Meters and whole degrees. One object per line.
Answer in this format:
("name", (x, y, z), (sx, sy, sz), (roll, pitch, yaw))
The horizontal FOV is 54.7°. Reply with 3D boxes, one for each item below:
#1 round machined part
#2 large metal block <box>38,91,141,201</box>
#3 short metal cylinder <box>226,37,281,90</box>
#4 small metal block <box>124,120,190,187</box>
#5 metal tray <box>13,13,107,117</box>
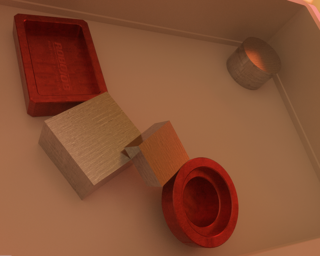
("round machined part", (0.041, 0.086, 0.357), (0.099, 0.042, 0.098), (14, 66, -33))
("large metal block", (-0.072, 0.018, 0.341), (0.081, 0.050, 0.080), (-34, 81, -38))
("short metal cylinder", (0.167, -0.115, 0.552), (0.081, 0.050, 0.080), (14, 56, -21))
("small metal block", (-0.002, 0.027, 0.331), (0.050, 0.025, 0.050), (-40, 109, -37))
("metal tray", (-0.124, -0.079, 0.384), (0.091, 0.030, 0.130), (-6, 65, -31))
